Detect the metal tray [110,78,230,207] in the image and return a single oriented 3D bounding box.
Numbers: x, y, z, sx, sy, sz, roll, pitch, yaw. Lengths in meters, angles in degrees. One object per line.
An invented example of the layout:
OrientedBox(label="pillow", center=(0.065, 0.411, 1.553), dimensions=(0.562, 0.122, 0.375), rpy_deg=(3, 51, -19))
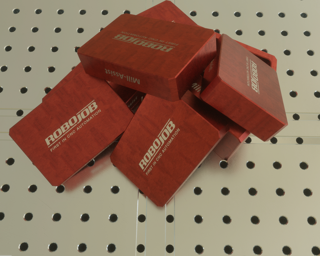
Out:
OrientedBox(label="metal tray", center=(0.005, 0.019, 0.356), dimensions=(0.090, 0.129, 0.030), rpy_deg=(42, 33, 13))

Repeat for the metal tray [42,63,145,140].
OrientedBox(label="metal tray", center=(-0.082, -0.051, 0.427), dimensions=(0.090, 0.030, 0.130), rpy_deg=(37, 74, 12))

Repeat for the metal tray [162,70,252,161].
OrientedBox(label="metal tray", center=(0.051, -0.023, 0.387), dimensions=(0.130, 0.090, 0.030), rpy_deg=(42, 76, 14))

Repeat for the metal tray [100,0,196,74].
OrientedBox(label="metal tray", center=(-0.006, -0.119, 0.432), dimensions=(0.131, 0.030, 0.090), rpy_deg=(-37, 76, -27))

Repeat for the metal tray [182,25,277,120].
OrientedBox(label="metal tray", center=(0.091, -0.072, 0.412), dimensions=(0.131, 0.030, 0.090), rpy_deg=(17, 69, -15))

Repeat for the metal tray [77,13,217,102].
OrientedBox(label="metal tray", center=(-0.015, -0.084, 0.346), dimensions=(0.130, 0.030, 0.090), rpy_deg=(21, 56, 28))

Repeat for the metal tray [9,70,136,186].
OrientedBox(label="metal tray", center=(-0.105, -0.003, 0.385), dimensions=(0.130, 0.030, 0.090), rpy_deg=(-40, 90, -2))

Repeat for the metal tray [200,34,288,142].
OrientedBox(label="metal tray", center=(0.097, -0.053, 0.362), dimensions=(0.090, 0.030, 0.130), rpy_deg=(33, 36, -10))
